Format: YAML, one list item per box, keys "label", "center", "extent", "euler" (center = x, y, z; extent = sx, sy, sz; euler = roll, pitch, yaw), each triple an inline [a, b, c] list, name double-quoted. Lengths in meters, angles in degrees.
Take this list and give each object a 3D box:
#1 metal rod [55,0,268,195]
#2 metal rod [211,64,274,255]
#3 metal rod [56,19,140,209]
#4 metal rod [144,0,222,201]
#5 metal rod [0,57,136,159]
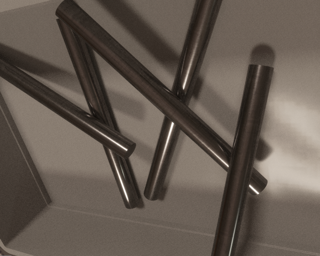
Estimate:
- label: "metal rod"
  center: [0.005, -0.031, 0.350]
  extent: [0.300, 0.025, 0.025]
  euler: [42, 129, -5]
- label: "metal rod"
  center: [0.080, 0.082, 0.339]
  extent: [0.025, 0.025, 0.298]
  euler: [12, 99, 21]
- label: "metal rod"
  center: [-0.081, -0.007, 0.444]
  extent: [0.025, 0.025, 0.298]
  euler: [-1, 118, 28]
- label: "metal rod"
  center: [0.018, -0.014, 0.388]
  extent: [0.025, 0.025, 0.298]
  euler: [24, 127, 13]
- label: "metal rod"
  center: [-0.162, -0.045, 0.442]
  extent: [0.301, 0.025, 0.025]
  euler: [31, 129, 16]
